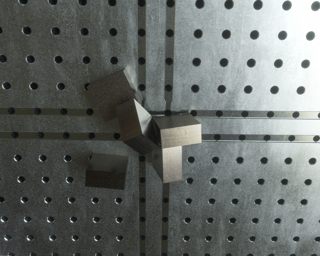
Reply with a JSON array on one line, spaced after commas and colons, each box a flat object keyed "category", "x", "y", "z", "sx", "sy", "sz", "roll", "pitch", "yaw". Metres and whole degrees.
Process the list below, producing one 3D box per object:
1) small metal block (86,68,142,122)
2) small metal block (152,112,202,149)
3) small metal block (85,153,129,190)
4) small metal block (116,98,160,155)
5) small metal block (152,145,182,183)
[{"category": "small metal block", "x": -0.057, "y": -0.042, "z": 0.397, "sx": 0.050, "sy": 0.025, "sz": 0.050, "roll": -23, "pitch": 109, "yaw": 8}, {"category": "small metal block", "x": 0.021, "y": 0.002, "z": 0.396, "sx": 0.050, "sy": 0.050, "sz": 0.025, "roll": -8, "pitch": 111, "yaw": -10}, {"category": "small metal block", "x": -0.070, "y": 0.058, "z": 0.420, "sx": 0.050, "sy": 0.050, "sz": 0.025, "roll": 6, "pitch": 110, "yaw": -3}, {"category": "small metal block", "x": -0.027, "y": 0.000, "z": 0.381, "sx": 0.025, "sy": 0.050, "sz": 0.050, "roll": -24, "pitch": 150, "yaw": 14}, {"category": "small metal block", "x": 0.008, "y": 0.038, "z": 0.411, "sx": 0.025, "sy": 0.050, "sz": 0.050, "roll": -8, "pitch": 111, "yaw": -16}]
